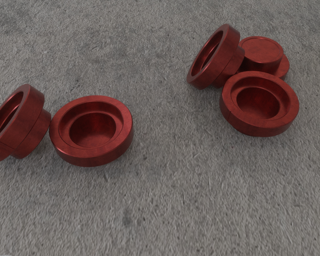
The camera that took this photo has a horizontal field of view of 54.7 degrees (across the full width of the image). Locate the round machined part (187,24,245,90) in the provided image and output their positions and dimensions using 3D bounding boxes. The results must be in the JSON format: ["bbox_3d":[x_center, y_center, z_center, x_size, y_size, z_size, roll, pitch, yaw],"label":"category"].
[{"bbox_3d":[0.084,-0.096,0.446,0.042,0.098,0.098,31,51,-13],"label":"round machined part"}]

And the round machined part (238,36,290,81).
[{"bbox_3d":[0.152,-0.107,0.483,0.099,0.042,0.098,0,50,0],"label":"round machined part"}]

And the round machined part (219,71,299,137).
[{"bbox_3d":[0.128,-0.027,0.413,0.099,0.042,0.098,2,53,-2],"label":"round machined part"}]

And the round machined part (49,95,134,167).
[{"bbox_3d":[-0.082,0.008,0.385,0.099,0.042,0.098,0,50,0],"label":"round machined part"}]

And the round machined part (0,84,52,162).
[{"bbox_3d":[-0.169,-0.001,0.371,0.098,0.042,0.098,-28,41,28],"label":"round machined part"}]
